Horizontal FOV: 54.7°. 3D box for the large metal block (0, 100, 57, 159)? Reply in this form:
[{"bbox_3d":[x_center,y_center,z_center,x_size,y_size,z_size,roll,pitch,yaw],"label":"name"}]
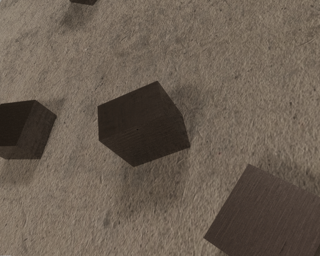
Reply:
[{"bbox_3d":[-0.227,0.004,0.501,0.080,0.050,0.080,-3,60,26],"label":"large metal block"}]

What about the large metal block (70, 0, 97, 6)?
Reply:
[{"bbox_3d":[-0.173,-0.308,0.646,0.080,0.080,0.050,24,75,36],"label":"large metal block"}]

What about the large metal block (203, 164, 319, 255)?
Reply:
[{"bbox_3d":[0.100,0.091,0.279,0.080,0.050,0.080,26,76,36],"label":"large metal block"}]

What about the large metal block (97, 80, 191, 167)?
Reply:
[{"bbox_3d":[-0.019,-0.001,0.378,0.080,0.080,0.050,-21,54,15],"label":"large metal block"}]
